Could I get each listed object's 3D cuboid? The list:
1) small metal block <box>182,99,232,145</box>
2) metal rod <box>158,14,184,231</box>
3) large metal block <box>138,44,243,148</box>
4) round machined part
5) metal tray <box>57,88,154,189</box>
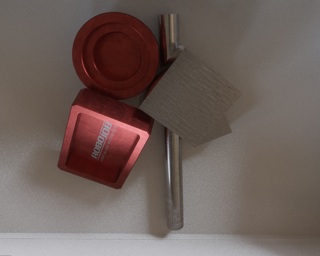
[{"bbox_3d":[0.061,-0.011,0.408,0.050,0.025,0.050,-22,109,7],"label":"small metal block"},{"bbox_3d":[0.016,0.006,0.413,0.025,0.025,0.298,-3,110,0],"label":"metal rod"},{"bbox_3d":[0.032,-0.038,0.357,0.080,0.050,0.080,35,105,-14],"label":"large metal block"},{"bbox_3d":[-0.049,-0.086,0.368,0.099,0.042,0.097,0,108,1],"label":"round machined part"},{"bbox_3d":[-0.071,0.020,0.386,0.090,0.030,0.129,21,134,-8],"label":"metal tray"}]
